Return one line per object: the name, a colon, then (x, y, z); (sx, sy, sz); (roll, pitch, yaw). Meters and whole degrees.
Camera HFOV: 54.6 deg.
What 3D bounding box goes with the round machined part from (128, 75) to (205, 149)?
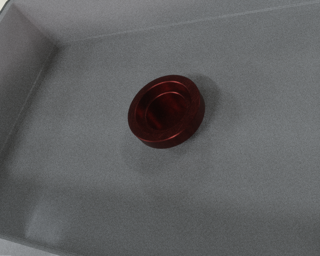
round machined part: (0.012, -0.017, 0.400); (0.098, 0.042, 0.098); (-13, 56, 21)
